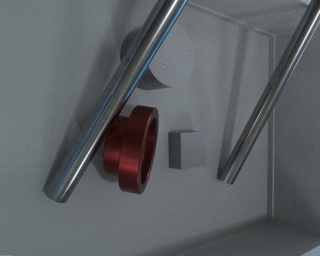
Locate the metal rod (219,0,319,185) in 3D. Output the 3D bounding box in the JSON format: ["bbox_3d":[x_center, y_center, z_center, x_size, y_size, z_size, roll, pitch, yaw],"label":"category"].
[{"bbox_3d":[0.169,-0.048,0.474,0.025,0.025,0.298,16,104,-39],"label":"metal rod"}]

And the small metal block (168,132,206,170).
[{"bbox_3d":[0.039,0.031,0.442,0.050,0.025,0.050,-2,92,-40],"label":"small metal block"}]

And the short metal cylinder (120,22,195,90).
[{"bbox_3d":[-0.002,-0.089,0.390,0.081,0.050,0.079,0,90,-40],"label":"short metal cylinder"}]

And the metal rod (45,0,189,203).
[{"bbox_3d":[-0.029,-0.056,0.307,0.025,0.025,0.299,28,97,-37],"label":"metal rod"}]

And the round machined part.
[{"bbox_3d":[-0.033,0.022,0.348,0.098,0.042,0.097,8,92,-83],"label":"round machined part"}]
